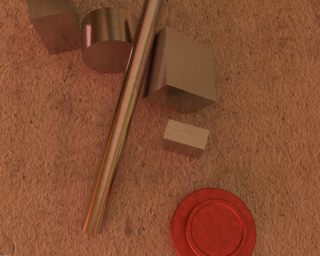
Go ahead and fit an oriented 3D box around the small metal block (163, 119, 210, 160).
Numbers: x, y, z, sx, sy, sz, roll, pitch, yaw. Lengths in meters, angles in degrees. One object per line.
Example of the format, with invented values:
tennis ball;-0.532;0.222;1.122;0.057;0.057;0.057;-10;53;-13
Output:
small metal block;0.031;0.016;0.390;0.050;0.050;0.025;16;71;5

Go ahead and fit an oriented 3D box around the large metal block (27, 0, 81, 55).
large metal block;-0.148;-0.163;0.437;0.050;0.080;0.080;-14;71;-5

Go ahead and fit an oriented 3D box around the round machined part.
round machined part;0.062;0.118;0.357;0.099;0.042;0.098;0;70;-1

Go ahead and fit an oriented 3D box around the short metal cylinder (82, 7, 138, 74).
short metal cylinder;-0.065;-0.116;0.421;0.081;0.080;0.050;-5;70;-2

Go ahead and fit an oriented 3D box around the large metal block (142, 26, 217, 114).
large metal block;0.024;-0.072;0.401;0.081;0.050;0.080;14;65;-35

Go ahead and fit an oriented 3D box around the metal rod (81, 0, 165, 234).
metal rod;-0.042;-0.024;0.375;0.025;0.025;0.298;14;86;5
